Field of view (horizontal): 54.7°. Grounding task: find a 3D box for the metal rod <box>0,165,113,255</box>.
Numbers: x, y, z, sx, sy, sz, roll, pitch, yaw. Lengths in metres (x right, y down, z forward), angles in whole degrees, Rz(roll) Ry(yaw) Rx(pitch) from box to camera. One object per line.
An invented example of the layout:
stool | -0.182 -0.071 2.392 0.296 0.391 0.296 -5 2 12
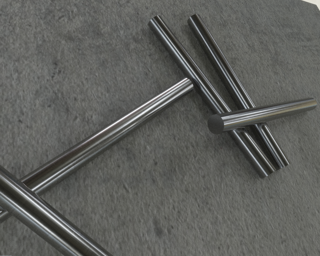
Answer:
metal rod | -0.097 0.086 0.274 0.300 0.025 0.025 43 50 -9

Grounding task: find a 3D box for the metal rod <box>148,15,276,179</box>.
metal rod | 0.075 -0.054 0.478 0.025 0.025 0.299 -26 76 -37

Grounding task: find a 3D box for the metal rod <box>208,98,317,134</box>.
metal rod | 0.177 -0.025 0.487 0.302 0.025 0.025 -11 67 -43

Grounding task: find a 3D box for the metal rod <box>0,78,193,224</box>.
metal rod | -0.055 0.006 0.371 0.025 0.025 0.302 49 51 6

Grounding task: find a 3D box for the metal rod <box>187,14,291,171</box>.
metal rod | 0.124 -0.068 0.514 0.025 0.025 0.299 -15 69 -34
